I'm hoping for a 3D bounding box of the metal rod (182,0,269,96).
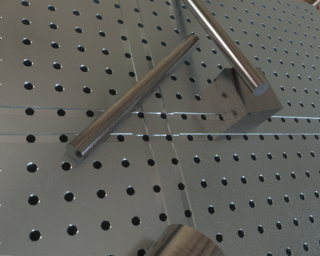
[{"bbox_3d":[0.089,-0.168,0.521,0.025,0.025,0.299,-4,51,-30],"label":"metal rod"}]

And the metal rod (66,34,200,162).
[{"bbox_3d":[-0.018,-0.061,0.436,0.025,0.025,0.301,41,51,-1],"label":"metal rod"}]

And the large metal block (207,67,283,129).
[{"bbox_3d":[0.136,-0.050,0.498,0.081,0.050,0.080,-8,66,-32],"label":"large metal block"}]

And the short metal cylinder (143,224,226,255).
[{"bbox_3d":[0.023,0.141,0.300,0.080,0.080,0.050,47,51,4],"label":"short metal cylinder"}]
